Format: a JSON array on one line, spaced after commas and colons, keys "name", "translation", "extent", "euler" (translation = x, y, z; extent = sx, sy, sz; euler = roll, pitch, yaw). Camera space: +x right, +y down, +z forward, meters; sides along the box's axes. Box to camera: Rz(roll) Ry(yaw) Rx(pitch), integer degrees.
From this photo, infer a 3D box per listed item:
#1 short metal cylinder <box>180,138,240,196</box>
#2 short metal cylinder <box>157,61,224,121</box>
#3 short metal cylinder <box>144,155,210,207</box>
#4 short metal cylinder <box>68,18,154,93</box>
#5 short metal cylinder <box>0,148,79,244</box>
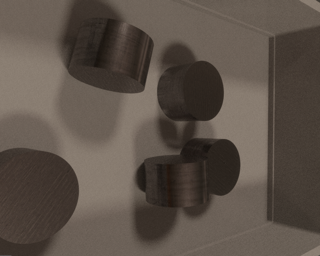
[{"name": "short metal cylinder", "translation": [0.073, 0.055, 0.454], "extent": [0.081, 0.050, 0.079], "euler": [0, 90, -40]}, {"name": "short metal cylinder", "translation": [0.043, -0.049, 0.429], "extent": [0.081, 0.050, 0.079], "euler": [0, 90, -40]}, {"name": "short metal cylinder", "translation": [0.021, 0.064, 0.391], "extent": [0.081, 0.080, 0.050], "euler": [-4, 93, -40]}, {"name": "short metal cylinder", "translation": [-0.051, -0.073, 0.329], "extent": [0.080, 0.080, 0.050], "euler": [18, 79, -39]}, {"name": "short metal cylinder", "translation": [-0.124, 0.060, 0.288], "extent": [0.081, 0.050, 0.079], "euler": [0, 90, -40]}]
